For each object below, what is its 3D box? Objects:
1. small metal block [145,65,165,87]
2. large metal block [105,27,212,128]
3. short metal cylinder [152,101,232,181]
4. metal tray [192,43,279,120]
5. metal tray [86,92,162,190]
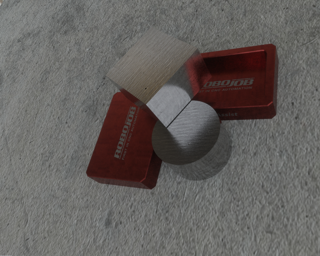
[{"bbox_3d":[-0.006,-0.061,0.430,0.050,0.050,0.025,1,62,28],"label":"small metal block"},{"bbox_3d":[-0.002,-0.061,0.361,0.080,0.050,0.080,-48,51,-6],"label":"large metal block"},{"bbox_3d":[0.038,0.015,0.360,0.080,0.050,0.080,-13,56,21],"label":"short metal cylinder"},{"bbox_3d":[0.079,-0.055,0.394,0.130,0.030,0.090,-1,61,27],"label":"metal tray"},{"bbox_3d":[-0.036,0.012,0.415,0.090,0.030,0.130,1,62,28],"label":"metal tray"}]
